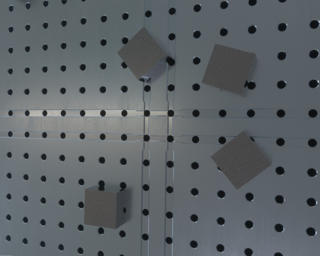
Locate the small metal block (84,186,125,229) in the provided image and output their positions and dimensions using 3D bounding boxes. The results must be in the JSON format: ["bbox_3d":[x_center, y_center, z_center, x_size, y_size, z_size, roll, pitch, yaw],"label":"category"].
[{"bbox_3d":[-0.079,0.112,0.441,0.050,0.025,0.050,2,91,20],"label":"small metal block"}]

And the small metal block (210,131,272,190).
[{"bbox_3d":[0.099,0.038,0.378,0.050,0.025,0.050,-41,77,15],"label":"small metal block"}]

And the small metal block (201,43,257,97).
[{"bbox_3d":[0.086,-0.071,0.383,0.050,0.025,0.050,21,97,18],"label":"small metal block"}]

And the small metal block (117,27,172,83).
[{"bbox_3d":[-0.021,-0.098,0.420,0.050,0.025,0.050,-40,77,15],"label":"small metal block"}]
